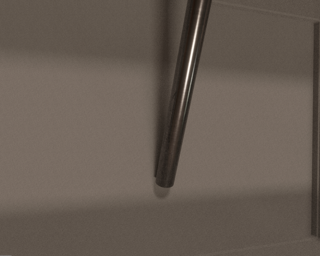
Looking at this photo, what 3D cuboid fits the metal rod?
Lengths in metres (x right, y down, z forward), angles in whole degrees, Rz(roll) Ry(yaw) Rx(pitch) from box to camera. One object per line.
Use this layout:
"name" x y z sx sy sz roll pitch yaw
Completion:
"metal rod" 0.029 -0.061 0.356 0.025 0.025 0.298 0 116 -20
